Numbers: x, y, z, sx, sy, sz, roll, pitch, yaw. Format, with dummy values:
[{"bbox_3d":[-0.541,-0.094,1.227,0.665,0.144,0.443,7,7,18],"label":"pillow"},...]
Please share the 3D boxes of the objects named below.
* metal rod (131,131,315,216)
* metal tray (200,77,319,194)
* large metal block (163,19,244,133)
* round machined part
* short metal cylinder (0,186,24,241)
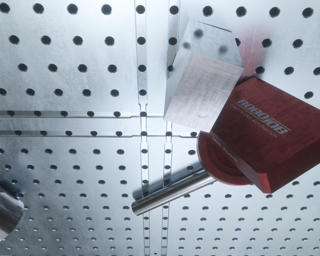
[{"bbox_3d":[0.081,0.070,0.471,0.300,0.025,0.025,-29,125,22],"label":"metal rod"},{"bbox_3d":[0.105,-0.001,0.325,0.090,0.130,0.030,-30,125,-6],"label":"metal tray"},{"bbox_3d":[0.042,-0.056,0.327,0.050,0.080,0.079,15,129,-8],"label":"large metal block"},{"bbox_3d":[0.096,0.025,0.399,0.099,0.098,0.042,0,169,-1],"label":"round machined part"},{"bbox_3d":[-0.266,0.136,0.488,0.080,0.080,0.050,-21,127,17],"label":"short metal cylinder"}]
